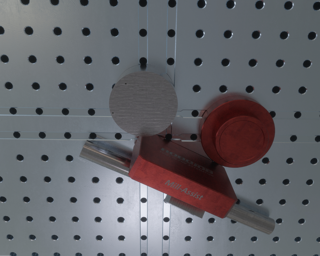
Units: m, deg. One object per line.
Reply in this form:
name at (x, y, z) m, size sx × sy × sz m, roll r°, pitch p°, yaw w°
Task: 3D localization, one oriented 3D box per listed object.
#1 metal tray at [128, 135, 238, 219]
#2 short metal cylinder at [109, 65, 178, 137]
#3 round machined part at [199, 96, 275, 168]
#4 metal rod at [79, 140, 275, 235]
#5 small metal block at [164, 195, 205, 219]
metal tray at (0.028, 0.056, 0.399) m, size 0.131 × 0.090 × 0.030 m, roll 26°, pitch 108°, yaw -9°
short metal cylinder at (-0.020, -0.036, 0.386) m, size 0.081 × 0.050 × 0.079 m, roll -1°, pitch 110°, yaw -1°
round machined part at (0.103, 0.010, 0.409) m, size 0.099 × 0.042 × 0.097 m, roll 0°, pitch 110°, yaw 0°
metal rod at (0.031, 0.088, 0.446) m, size 0.301 × 0.025 × 0.025 m, roll 24°, pitch 108°, yaw -9°
small metal block at (0.041, 0.088, 0.422) m, size 0.050 × 0.025 × 0.050 m, roll 27°, pitch 75°, yaw -8°
